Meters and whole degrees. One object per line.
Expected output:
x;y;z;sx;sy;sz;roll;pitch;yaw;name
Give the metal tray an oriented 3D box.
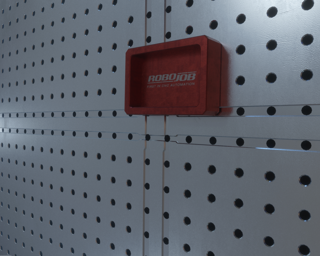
0.011;-0.061;0.394;0.130;0.030;0.089;2;91;39;metal tray
